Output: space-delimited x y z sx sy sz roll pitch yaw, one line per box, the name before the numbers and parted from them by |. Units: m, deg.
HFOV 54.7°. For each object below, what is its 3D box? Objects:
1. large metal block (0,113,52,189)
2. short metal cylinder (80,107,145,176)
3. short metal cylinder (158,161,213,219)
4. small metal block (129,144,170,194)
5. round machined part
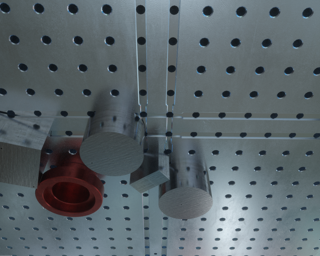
large metal block | -0.198 0.031 0.420 0.081 0.050 0.079 14 129 -12
short metal cylinder | -0.061 0.019 0.410 0.081 0.050 0.079 0 130 0
short metal cylinder | 0.038 0.096 0.477 0.081 0.050 0.079 0 130 0
small metal block | -0.015 0.059 0.445 0.050 0.050 0.025 -29 124 22
round machined part | -0.135 0.091 0.477 0.099 0.042 0.097 0 130 0
